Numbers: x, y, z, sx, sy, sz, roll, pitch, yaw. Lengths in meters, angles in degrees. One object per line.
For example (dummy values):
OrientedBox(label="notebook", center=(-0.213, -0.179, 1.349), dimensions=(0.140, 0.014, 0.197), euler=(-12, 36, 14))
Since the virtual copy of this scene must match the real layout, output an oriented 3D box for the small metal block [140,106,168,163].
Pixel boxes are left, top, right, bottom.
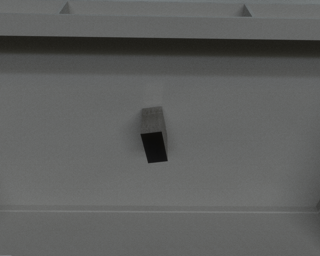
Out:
OrientedBox(label="small metal block", center=(-0.006, 0.009, 0.395), dimensions=(0.025, 0.050, 0.050), euler=(-7, 129, 6))
